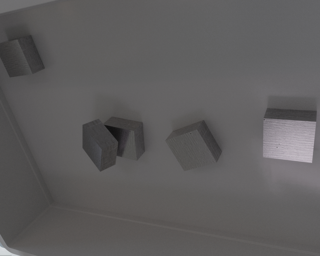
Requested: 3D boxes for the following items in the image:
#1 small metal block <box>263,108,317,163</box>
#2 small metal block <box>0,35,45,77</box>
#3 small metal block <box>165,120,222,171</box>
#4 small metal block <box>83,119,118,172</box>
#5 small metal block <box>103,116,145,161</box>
[{"bbox_3d":[0.141,0.008,0.339,0.050,0.025,0.050,5,121,25],"label":"small metal block"},{"bbox_3d":[-0.204,-0.104,0.452,0.050,0.025,0.050,-1,118,28],"label":"small metal block"},{"bbox_3d":[0.044,0.024,0.400,0.050,0.025,0.050,-21,107,36],"label":"small metal block"},{"bbox_3d":[-0.085,0.024,0.434,0.050,0.025,0.050,46,143,28],"label":"small metal block"},{"bbox_3d":[-0.051,0.015,0.445,0.050,0.025,0.050,11,123,22],"label":"small metal block"}]
